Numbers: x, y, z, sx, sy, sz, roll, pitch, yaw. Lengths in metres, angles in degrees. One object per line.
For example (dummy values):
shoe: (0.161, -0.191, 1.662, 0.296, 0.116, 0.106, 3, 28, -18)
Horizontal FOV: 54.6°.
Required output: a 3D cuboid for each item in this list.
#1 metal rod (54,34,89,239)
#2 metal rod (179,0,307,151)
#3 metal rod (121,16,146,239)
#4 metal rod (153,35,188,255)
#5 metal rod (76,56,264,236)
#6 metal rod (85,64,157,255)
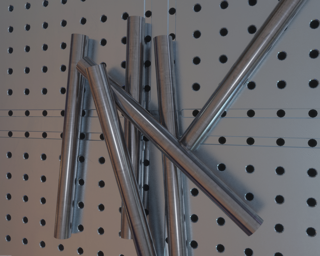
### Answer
metal rod: (-0.131, 0.013, 0.459, 0.025, 0.025, 0.298, 6, 92, 20)
metal rod: (0.119, -0.098, 0.370, 0.025, 0.025, 0.299, 38, 102, 16)
metal rod: (-0.037, 0.000, 0.426, 0.025, 0.025, 0.298, 2, 91, 20)
metal rod: (0.014, 0.029, 0.407, 0.025, 0.025, 0.298, -5, 88, 20)
metal rod: (0.002, 0.012, 0.384, 0.300, 0.025, 0.025, 43, 104, 15)
metal rod: (-0.043, 0.069, 0.397, 0.025, 0.025, 0.299, -12, 98, 20)
